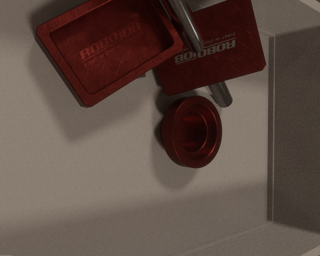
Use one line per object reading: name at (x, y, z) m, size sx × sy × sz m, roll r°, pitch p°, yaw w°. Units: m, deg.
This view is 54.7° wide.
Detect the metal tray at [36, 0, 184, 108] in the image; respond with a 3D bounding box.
metal tray at (-0.050, -0.092, 0.330) m, size 0.131 × 0.030 × 0.090 m, roll -36°, pitch 103°, yaw -18°

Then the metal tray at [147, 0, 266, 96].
metal tray at (0.057, -0.101, 0.391) m, size 0.030 × 0.130 × 0.090 m, roll -57°, pitch 130°, yaw -67°

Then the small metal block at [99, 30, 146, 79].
small metal block at (-0.045, -0.086, 0.370) m, size 0.050 × 0.025 × 0.050 m, roll -3°, pitch 92°, yaw -40°

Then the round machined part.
round machined part at (0.039, 0.005, 0.430) m, size 0.099 × 0.042 × 0.097 m, roll 0°, pitch 90°, yaw -40°

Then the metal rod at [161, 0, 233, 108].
metal rod at (0.042, -0.107, 0.378) m, size 0.300 × 0.025 × 0.025 m, roll 46°, pitch 61°, yaw -54°
